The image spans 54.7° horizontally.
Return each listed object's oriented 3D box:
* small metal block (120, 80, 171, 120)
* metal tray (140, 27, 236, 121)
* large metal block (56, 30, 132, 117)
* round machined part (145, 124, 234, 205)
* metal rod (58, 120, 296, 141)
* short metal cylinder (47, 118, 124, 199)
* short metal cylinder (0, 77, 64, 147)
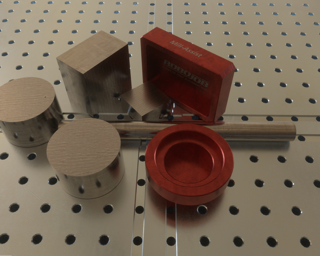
[{"bbox_3d":[-0.020,-0.034,0.436,0.050,0.025,0.050,-32,57,-24],"label":"small metal block"},{"bbox_3d":[0.033,-0.072,0.425,0.130,0.090,0.030,33,58,24],"label":"metal tray"},{"bbox_3d":[-0.088,-0.076,0.435,0.050,0.080,0.080,32,57,23],"label":"large metal block"},{"bbox_3d":[0.033,0.045,0.359,0.099,0.042,0.098,0,50,0],"label":"round machined part"},{"bbox_3d":[0.022,0.003,0.405,0.302,0.025,0.025,1,50,0],"label":"metal rod"},{"bbox_3d":[-0.084,0.035,0.361,0.080,0.050,0.080,0,50,0],"label":"short metal cylinder"},{"bbox_3d":[-0.173,-0.022,0.408,0.080,0.050,0.080,0,50,0],"label":"short metal cylinder"}]
